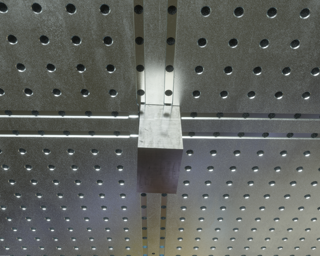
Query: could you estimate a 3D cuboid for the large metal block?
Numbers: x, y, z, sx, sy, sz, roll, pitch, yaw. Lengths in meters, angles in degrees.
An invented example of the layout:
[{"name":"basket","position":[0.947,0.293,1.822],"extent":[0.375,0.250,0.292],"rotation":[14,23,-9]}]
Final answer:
[{"name":"large metal block","position":[-0.002,0.027,0.397],"extent":[0.050,0.080,0.079],"rotation":[3,130,-3]}]
